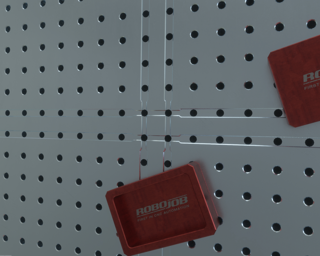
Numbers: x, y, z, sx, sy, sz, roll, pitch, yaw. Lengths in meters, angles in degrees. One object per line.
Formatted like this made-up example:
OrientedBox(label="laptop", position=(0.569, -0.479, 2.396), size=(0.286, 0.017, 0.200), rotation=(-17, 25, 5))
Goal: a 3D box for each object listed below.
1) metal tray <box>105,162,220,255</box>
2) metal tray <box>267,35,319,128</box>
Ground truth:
OrientedBox(label="metal tray", position=(0.001, 0.107, 0.408), size=(0.130, 0.030, 0.090), rotation=(-21, 83, 18))
OrientedBox(label="metal tray", position=(0.197, -0.060, 0.341), size=(0.130, 0.030, 0.090), rotation=(-17, 84, 18))
